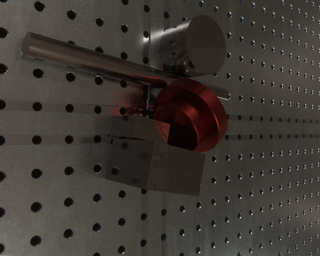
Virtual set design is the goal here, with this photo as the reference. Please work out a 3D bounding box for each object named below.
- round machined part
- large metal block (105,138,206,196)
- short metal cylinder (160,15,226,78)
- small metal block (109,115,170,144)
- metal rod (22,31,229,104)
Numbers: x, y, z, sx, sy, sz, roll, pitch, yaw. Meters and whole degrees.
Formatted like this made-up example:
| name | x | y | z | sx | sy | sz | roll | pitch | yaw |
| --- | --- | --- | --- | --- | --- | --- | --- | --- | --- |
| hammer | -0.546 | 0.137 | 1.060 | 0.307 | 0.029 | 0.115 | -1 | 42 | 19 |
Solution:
| name | x | y | z | sx | sy | sz | roll | pitch | yaw |
| --- | --- | --- | --- | --- | --- | --- | --- | --- | --- |
| round machined part | 0.031 | -0.009 | 0.389 | 0.042 | 0.098 | 0.098 | -40 | 115 | -35 |
| large metal block | -0.006 | 0.046 | 0.371 | 0.081 | 0.080 | 0.050 | 17 | 80 | -39 |
| short metal cylinder | 0.047 | -0.112 | 0.434 | 0.081 | 0.050 | 0.079 | 0 | 90 | -40 |
| small metal block | -0.025 | 0.002 | 0.374 | 0.050 | 0.050 | 0.025 | 15 | 81 | -39 |
| metal rod | -0.015 | -0.066 | 0.398 | 0.302 | 0.025 | 0.025 | 8 | 85 | -40 |
